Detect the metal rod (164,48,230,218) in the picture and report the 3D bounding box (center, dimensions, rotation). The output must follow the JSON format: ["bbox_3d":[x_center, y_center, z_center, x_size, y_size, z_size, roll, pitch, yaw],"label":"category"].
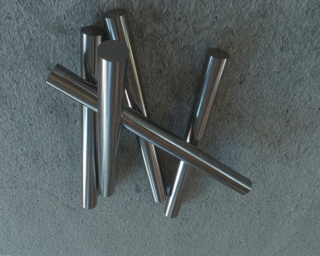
[{"bbox_3d":[0.042,0.031,0.433,0.025,0.025,0.298,6,130,-6],"label":"metal rod"}]

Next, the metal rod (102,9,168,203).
[{"bbox_3d":[-0.022,-0.002,0.404,0.025,0.025,0.298,-7,130,6],"label":"metal rod"}]

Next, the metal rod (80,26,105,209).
[{"bbox_3d":[-0.093,0.012,0.415,0.025,0.025,0.298,7,130,-6],"label":"metal rod"}]

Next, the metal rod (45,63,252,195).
[{"bbox_3d":[0.005,0.014,0.384,0.301,0.025,0.025,31,124,-24],"label":"metal rod"}]

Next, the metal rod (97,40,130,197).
[{"bbox_3d":[-0.061,0.019,0.367,0.025,0.025,0.298,7,147,-6],"label":"metal rod"}]
